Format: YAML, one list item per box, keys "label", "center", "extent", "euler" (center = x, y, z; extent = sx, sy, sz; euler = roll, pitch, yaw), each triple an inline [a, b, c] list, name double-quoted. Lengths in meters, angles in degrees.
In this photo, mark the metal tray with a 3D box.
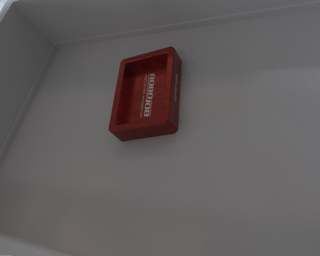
- label: "metal tray"
  center: [-0.019, -0.050, 0.443]
  extent: [0.090, 0.030, 0.130]
  euler: [-9, 58, 23]
